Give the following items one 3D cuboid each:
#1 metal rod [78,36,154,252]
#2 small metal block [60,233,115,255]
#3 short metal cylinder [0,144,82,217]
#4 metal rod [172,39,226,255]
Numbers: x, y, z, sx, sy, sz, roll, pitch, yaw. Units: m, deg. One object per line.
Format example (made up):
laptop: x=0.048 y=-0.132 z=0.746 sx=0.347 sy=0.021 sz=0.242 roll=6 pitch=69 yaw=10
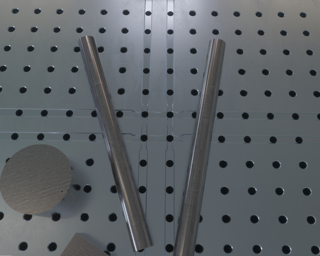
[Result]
metal rod: x=-0.064 y=0.006 z=0.408 sx=0.025 sy=0.025 sz=0.299 roll=-16 pitch=71 yaw=-6
small metal block: x=-0.088 y=0.156 z=0.354 sx=0.050 sy=0.025 sz=0.050 roll=31 pitch=73 yaw=10
short metal cylinder: x=-0.140 y=0.065 z=0.374 sx=0.081 sy=0.050 sz=0.080 roll=0 pitch=70 yaw=0
metal rod: x=0.055 y=0.014 z=0.406 sx=0.025 sy=0.025 sz=0.299 roll=11 pitch=70 yaw=4
